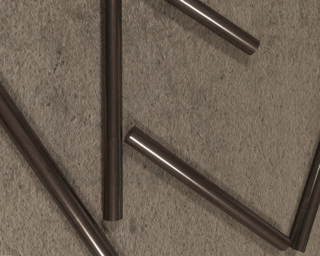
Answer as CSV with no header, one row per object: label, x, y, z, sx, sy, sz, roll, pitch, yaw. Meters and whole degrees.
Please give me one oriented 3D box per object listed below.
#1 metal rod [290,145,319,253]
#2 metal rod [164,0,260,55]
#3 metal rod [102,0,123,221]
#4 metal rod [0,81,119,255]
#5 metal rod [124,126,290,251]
metal rod,0.270,0.055,0.511,0.025,0.025,0.299,24,82,-19
metal rod,0.012,-0.182,0.413,0.302,0.025,0.025,26,81,-19
metal rod,-0.060,-0.036,0.387,0.025,0.025,0.298,0,90,-20
metal rod,-0.115,0.078,0.367,0.025,0.025,0.299,-34,101,-17
metal rod,0.077,0.093,0.438,0.301,0.025,0.025,37,78,-17
